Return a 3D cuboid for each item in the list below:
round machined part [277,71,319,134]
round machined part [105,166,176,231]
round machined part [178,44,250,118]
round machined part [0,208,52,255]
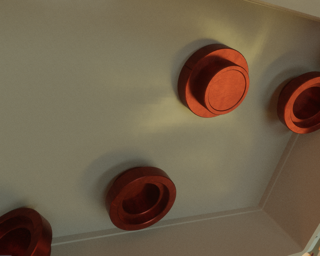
[{"bbox_3d":[0.228,-0.043,0.487,0.099,0.042,0.097,-7,120,-11],"label":"round machined part"},{"bbox_3d":[-0.030,0.094,0.439,0.099,0.042,0.097,-14,124,-21],"label":"round machined part"},{"bbox_3d":[0.076,-0.056,0.404,0.099,0.042,0.097,-14,124,-21],"label":"round machined part"},{"bbox_3d":[-0.169,0.147,0.360,0.098,0.098,0.042,-33,129,-7],"label":"round machined part"}]
